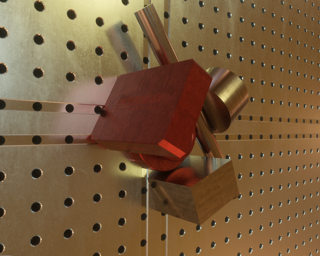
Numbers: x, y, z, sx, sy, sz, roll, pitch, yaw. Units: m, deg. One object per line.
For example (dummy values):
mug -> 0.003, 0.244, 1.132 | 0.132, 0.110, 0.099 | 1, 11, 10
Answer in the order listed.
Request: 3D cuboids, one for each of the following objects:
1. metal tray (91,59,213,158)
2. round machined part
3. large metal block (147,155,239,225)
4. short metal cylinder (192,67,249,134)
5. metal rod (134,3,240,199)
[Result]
metal tray -> -0.014, -0.019, 0.331 | 0.030, 0.130, 0.090 | 34, 69, -35
round machined part -> 0.009, 0.009, 0.407 | 0.099, 0.042, 0.097 | 0, 90, -40
large metal block -> 0.044, 0.077, 0.413 | 0.081, 0.080, 0.050 | -25, 106, -38
short metal cylinder -> 0.077, -0.039, 0.439 | 0.050, 0.080, 0.080 | -45, 117, -31
metal rod -> 0.046, -0.020, 0.422 | 0.025, 0.025, 0.299 | -43, 116, -32
